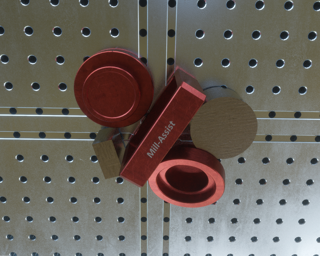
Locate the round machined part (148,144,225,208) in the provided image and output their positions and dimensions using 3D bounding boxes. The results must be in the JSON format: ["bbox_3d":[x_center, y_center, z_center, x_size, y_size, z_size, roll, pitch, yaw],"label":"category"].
[{"bbox_3d":[0.037,0.059,0.410,0.098,0.042,0.097,7,132,8],"label":"round machined part"}]

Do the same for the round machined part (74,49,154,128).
[{"bbox_3d":[-0.057,-0.045,0.382,0.099,0.042,0.097,0,110,0],"label":"round machined part"}]

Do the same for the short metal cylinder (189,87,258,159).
[{"bbox_3d":[0.076,-0.007,0.394,0.081,0.050,0.079,0,110,0],"label":"short metal cylinder"}]

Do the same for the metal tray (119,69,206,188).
[{"bbox_3d":[0.001,-0.003,0.373,0.030,0.090,0.129,31,107,-11],"label":"metal tray"}]

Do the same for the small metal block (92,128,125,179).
[{"bbox_3d":[-0.064,0.031,0.406,0.025,0.050,0.050,-14,110,5],"label":"small metal block"}]
